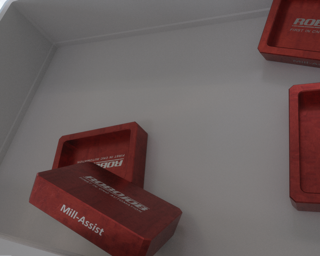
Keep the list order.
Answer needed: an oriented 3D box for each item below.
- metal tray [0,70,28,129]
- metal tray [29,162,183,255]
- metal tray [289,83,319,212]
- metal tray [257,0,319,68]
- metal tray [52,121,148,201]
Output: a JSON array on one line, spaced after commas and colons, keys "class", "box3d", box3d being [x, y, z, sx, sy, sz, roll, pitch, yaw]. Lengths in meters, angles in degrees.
[{"class": "metal tray", "box3d": [-0.329, -0.054, 0.610, 0.090, 0.030, 0.130, 6, 64, 30]}, {"class": "metal tray", "box3d": [-0.052, 0.080, 0.317, 0.130, 0.090, 0.030, 24, 101, 20]}, {"class": "metal tray", "box3d": [0.175, 0.015, 0.300, 0.090, 0.030, 0.130, -3, 60, 26]}, {"class": "metal tray", "box3d": [0.190, -0.117, 0.354, 0.130, 0.030, 0.090, 19, 92, 35]}, {"class": "metal tray", "box3d": [-0.084, 0.047, 0.417, 0.130, 0.030, 0.090, -10, 57, 22]}]
